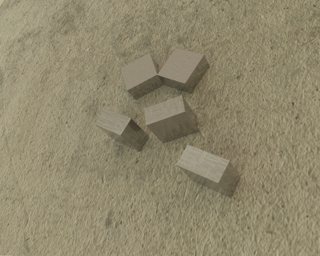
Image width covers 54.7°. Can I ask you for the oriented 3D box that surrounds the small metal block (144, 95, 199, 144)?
[{"bbox_3d":[0.015,-0.009,0.386,0.050,0.050,0.025,-19,54,17],"label":"small metal block"}]

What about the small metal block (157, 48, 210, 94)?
[{"bbox_3d":[0.033,-0.081,0.436,0.050,0.025,0.050,24,74,36],"label":"small metal block"}]

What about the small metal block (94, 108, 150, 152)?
[{"bbox_3d":[-0.050,0.003,0.412,0.050,0.050,0.025,21,73,36],"label":"small metal block"}]

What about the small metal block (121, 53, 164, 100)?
[{"bbox_3d":[-0.026,-0.078,0.465,0.050,0.025,0.050,-26,52,12],"label":"small metal block"}]

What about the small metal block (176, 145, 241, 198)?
[{"bbox_3d":[0.053,0.047,0.331,0.050,0.050,0.025,20,73,35],"label":"small metal block"}]
